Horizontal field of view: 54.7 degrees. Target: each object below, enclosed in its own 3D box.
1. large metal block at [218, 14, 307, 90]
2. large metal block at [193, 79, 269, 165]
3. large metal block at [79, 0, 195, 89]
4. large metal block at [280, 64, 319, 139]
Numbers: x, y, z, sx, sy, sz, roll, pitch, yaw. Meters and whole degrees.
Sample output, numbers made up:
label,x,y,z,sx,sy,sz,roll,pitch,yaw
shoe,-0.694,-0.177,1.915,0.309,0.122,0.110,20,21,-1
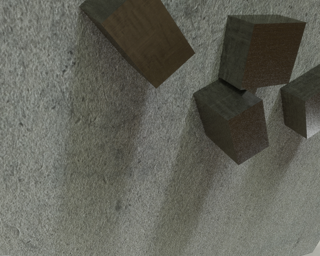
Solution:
label,x,y,z,sx,sy,sz,roll,pitch,yaw
large metal block,0.128,-0.100,0.399,0.081,0.050,0.079,-10,123,-23
large metal block,0.095,-0.011,0.416,0.050,0.080,0.080,-30,129,-9
large metal block,-0.023,-0.095,0.299,0.050,0.080,0.080,-43,129,1
large metal block,0.247,-0.043,0.499,0.080,0.050,0.080,-31,129,-8
